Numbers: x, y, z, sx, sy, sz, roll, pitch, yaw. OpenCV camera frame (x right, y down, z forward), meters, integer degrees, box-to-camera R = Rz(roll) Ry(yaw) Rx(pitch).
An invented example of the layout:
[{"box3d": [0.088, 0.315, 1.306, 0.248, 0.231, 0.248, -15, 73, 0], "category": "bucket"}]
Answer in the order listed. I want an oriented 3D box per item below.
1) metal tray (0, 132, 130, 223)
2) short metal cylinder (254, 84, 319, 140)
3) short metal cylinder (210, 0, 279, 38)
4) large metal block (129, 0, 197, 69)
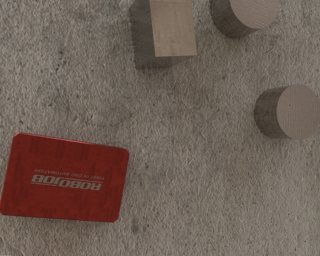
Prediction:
[{"box3d": [-0.109, 0.059, 0.366, 0.131, 0.030, 0.090, 11, 87, -20], "category": "metal tray"}, {"box3d": [0.191, -0.023, 0.466, 0.081, 0.050, 0.079, 0, 90, -20], "category": "short metal cylinder"}, {"box3d": [0.119, -0.173, 0.439, 0.081, 0.050, 0.079, 0, 90, -20], "category": "short metal cylinder"}, {"box3d": [0.001, -0.120, 0.380, 0.050, 0.080, 0.079, -7, 93, -20], "category": "large metal block"}]
